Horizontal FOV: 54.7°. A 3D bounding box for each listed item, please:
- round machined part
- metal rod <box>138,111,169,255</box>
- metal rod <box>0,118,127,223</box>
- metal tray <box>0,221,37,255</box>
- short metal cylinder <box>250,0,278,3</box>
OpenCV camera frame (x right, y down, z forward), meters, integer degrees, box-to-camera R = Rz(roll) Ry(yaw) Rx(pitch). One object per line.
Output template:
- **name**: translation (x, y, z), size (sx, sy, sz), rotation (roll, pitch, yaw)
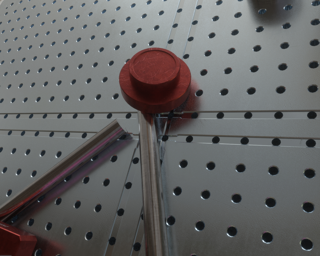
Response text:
- **round machined part**: translation (-0.007, -0.071, 0.421), size (0.099, 0.042, 0.098), rotation (0, 57, 1)
- **metal rod**: translation (-0.014, 0.020, 0.402), size (0.025, 0.025, 0.299), rotation (-18, 55, 17)
- **metal rod**: translation (-0.174, 0.086, 0.444), size (0.300, 0.025, 0.025), rotation (-37, 51, 3)
- **metal tray**: translation (-0.234, 0.166, 0.402), size (0.130, 0.030, 0.090), rotation (11, 75, 22)
- **short metal cylinder**: translation (0.159, -0.230, 0.450), size (0.080, 0.050, 0.080), rotation (-13, 56, 20)
